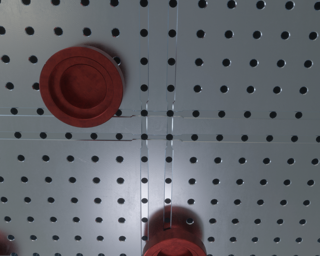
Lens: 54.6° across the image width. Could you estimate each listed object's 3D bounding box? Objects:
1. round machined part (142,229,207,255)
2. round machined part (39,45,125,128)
[{"bbox_3d":[0.022,0.196,0.476,0.099,0.042,0.097,0,110,0],"label":"round machined part"},{"bbox_3d":[-0.093,-0.053,0.384,0.099,0.042,0.097,0,110,0],"label":"round machined part"}]
